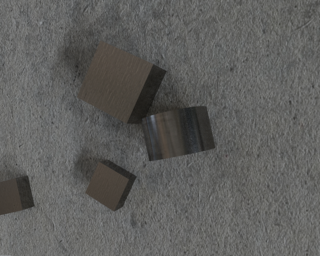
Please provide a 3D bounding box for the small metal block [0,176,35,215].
[{"bbox_3d":[-0.232,0.106,0.489,0.050,0.025,0.050,-16,85,19],"label":"small metal block"}]

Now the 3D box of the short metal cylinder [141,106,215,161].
[{"bbox_3d":[0.021,0.007,0.372,0.080,0.080,0.050,-13,86,19],"label":"short metal cylinder"}]

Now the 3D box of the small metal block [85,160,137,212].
[{"bbox_3d":[-0.068,0.079,0.432,0.050,0.025,0.050,27,99,17],"label":"small metal block"}]

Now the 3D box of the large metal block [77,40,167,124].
[{"bbox_3d":[-0.050,-0.059,0.412,0.080,0.050,0.080,27,99,17],"label":"large metal block"}]
